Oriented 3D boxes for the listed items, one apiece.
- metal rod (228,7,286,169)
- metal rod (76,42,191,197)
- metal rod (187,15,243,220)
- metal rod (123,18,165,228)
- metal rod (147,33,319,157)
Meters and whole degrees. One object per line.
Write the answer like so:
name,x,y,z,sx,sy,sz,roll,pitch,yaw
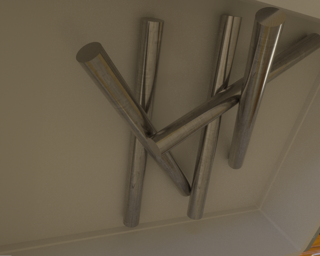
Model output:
metal rod,0.110,-0.019,0.391,0.025,0.025,0.299,-29,150,-10
metal rod,-0.010,0.016,0.381,0.025,0.025,0.300,-37,140,-4
metal rod,0.071,0.001,0.432,0.025,0.025,0.298,-5,116,-26
metal rod,-0.026,0.013,0.404,0.025,0.025,0.298,-7,122,-25
metal rod,0.111,-0.053,0.401,0.302,0.025,0.025,-33,130,-22
